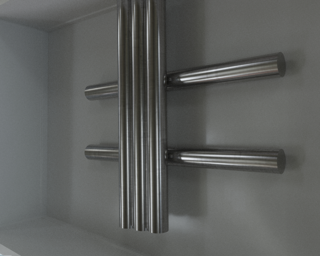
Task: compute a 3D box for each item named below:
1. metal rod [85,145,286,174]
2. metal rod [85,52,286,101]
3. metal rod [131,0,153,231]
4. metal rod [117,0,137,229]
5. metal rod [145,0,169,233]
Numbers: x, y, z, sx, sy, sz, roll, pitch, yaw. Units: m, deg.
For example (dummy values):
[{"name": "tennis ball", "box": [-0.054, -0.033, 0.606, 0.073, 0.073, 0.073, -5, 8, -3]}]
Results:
[{"name": "metal rod", "box": [0.005, 0.036, 0.402, 0.300, 0.025, 0.025, -1, 89, 40]}, {"name": "metal rod", "box": [0.005, -0.059, 0.402, 0.300, 0.025, 0.025, -2, 89, 40]}, {"name": "metal rod", "box": [-0.023, -0.024, 0.390, 0.025, 0.025, 0.298, -1, 89, 40]}, {"name": "metal rod", "box": [-0.042, -0.021, 0.407, 0.025, 0.025, 0.298, -1, 89, 40]}, {"name": "metal rod", "box": [-0.004, -0.026, 0.375, 0.025, 0.025, 0.298, -1, 89, 40]}]
